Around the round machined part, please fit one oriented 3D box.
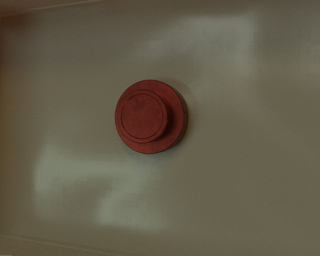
[{"bbox_3d":[-0.016,-0.015,0.404,0.098,0.042,0.097,0,90,20],"label":"round machined part"}]
